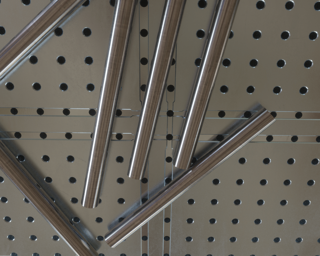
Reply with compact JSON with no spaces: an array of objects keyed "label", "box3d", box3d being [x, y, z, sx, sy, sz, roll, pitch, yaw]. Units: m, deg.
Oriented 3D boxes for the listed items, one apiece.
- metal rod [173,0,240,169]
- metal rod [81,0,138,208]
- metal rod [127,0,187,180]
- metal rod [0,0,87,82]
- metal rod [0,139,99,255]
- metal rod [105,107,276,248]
[{"label":"metal rod","box3d":[0.064,-0.085,0.382,0.025,0.025,0.298,12,110,-5]},{"label":"metal rod","box3d":[-0.069,-0.027,0.402,0.025,0.025,0.298,12,110,-5]},{"label":"metal rod","box3d":[-0.001,-0.070,0.387,0.025,0.025,0.298,12,110,-5]},{"label":"metal rod","box3d":[-0.127,-0.130,0.364,0.300,0.025,0.025,-37,106,12]},{"label":"metal rod","box3d":[-0.185,0.087,0.444,0.025,0.025,0.299,-30,108,10]},{"label":"metal rod","box3d":[0.034,0.077,0.441,0.300,0.025,0.025,-41,105,13]}]
